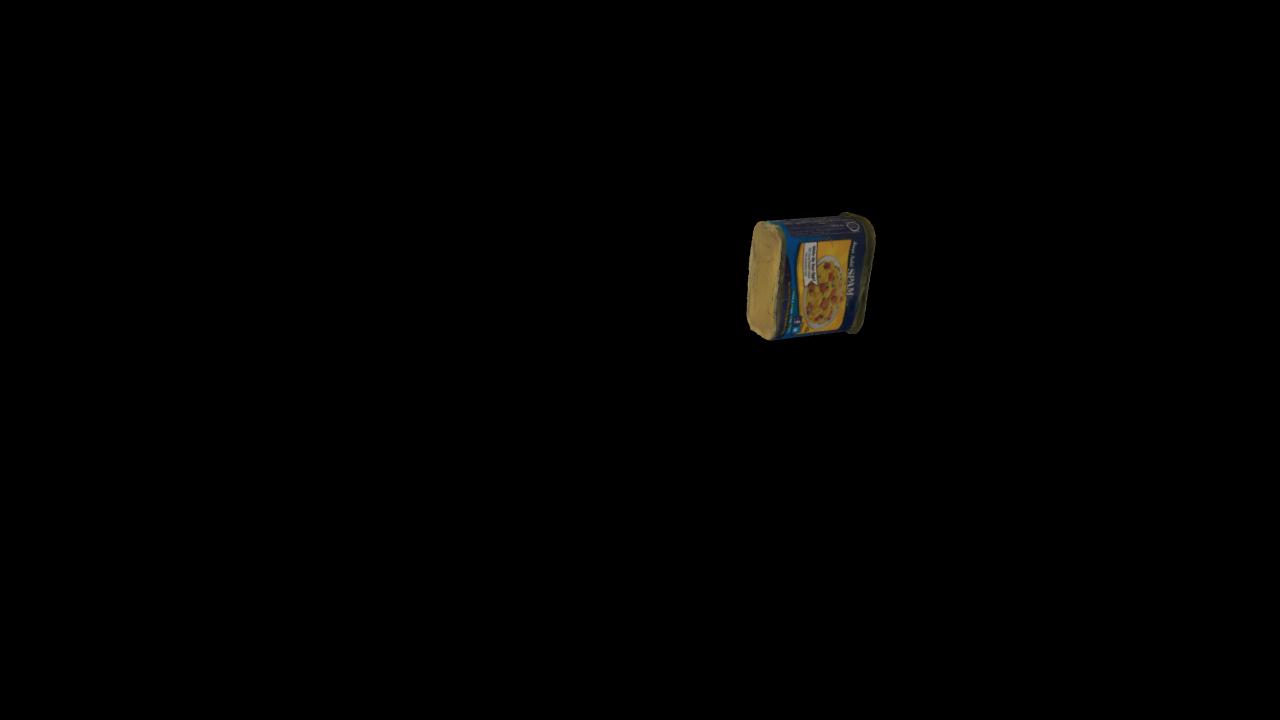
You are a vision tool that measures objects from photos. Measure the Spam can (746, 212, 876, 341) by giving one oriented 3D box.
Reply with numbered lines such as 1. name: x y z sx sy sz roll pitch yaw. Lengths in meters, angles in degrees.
1. Spam can: 0.141 -0.069 0.518 0.085 0.101 0.058 -8 24 -16
